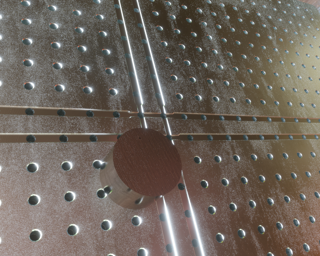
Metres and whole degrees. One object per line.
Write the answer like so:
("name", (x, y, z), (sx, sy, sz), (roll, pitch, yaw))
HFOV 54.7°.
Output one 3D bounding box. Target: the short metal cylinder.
("short metal cylinder", (-0.022, 0.046, 0.353), (0.081, 0.050, 0.080), (14, 56, -21))
